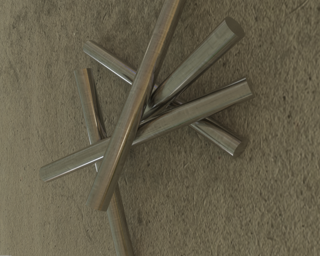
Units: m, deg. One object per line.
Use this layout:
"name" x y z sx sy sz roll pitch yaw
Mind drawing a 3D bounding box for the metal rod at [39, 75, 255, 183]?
"metal rod" -0.034 0.011 0.377 0.300 0.025 0.025 -23 75 24

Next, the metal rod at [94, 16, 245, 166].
"metal rod" -0.015 -0.022 0.387 0.299 0.025 0.025 -40 65 42

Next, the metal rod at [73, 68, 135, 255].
"metal rod" -0.074 0.067 0.431 0.025 0.025 0.298 -9 95 40

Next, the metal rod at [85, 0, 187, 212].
"metal rod" -0.019 -0.052 0.359 0.025 0.025 0.299 14 80 39

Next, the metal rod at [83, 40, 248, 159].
"metal rod" -0.013 -0.053 0.415 0.300 0.025 0.025 37 113 33
